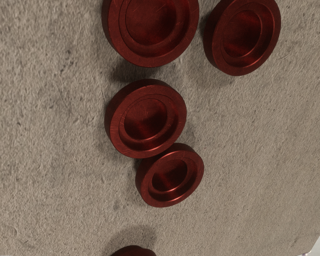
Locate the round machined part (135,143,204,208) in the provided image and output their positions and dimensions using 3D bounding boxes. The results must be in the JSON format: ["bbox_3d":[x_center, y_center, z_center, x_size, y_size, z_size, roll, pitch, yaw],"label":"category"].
[{"bbox_3d":[0.010,0.062,0.442,0.099,0.042,0.097,-14,125,-21],"label":"round machined part"}]

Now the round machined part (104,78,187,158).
[{"bbox_3d":[-0.020,-0.015,0.377,0.099,0.042,0.097,-14,125,-21],"label":"round machined part"}]

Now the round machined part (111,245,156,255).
[{"bbox_3d":[-0.051,0.236,0.516,0.099,0.042,0.097,-14,125,-21],"label":"round machined part"}]

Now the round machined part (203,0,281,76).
[{"bbox_3d":[0.094,-0.116,0.377,0.099,0.042,0.097,-14,125,-21],"label":"round machined part"}]

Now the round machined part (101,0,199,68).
[{"bbox_3d":[-0.013,-0.115,0.319,0.099,0.042,0.097,-14,125,-21],"label":"round machined part"}]
